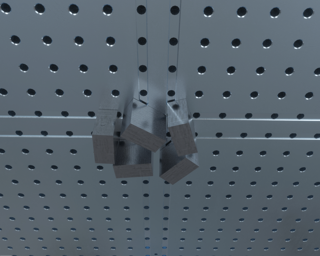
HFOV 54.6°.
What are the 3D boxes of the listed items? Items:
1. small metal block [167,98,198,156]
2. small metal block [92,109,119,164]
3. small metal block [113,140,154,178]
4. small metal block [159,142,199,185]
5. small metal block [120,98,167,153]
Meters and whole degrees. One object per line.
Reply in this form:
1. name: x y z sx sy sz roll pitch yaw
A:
1. small metal block: 0.028 -0.001 0.394 0.025 0.050 0.050 -13 128 10
2. small metal block: -0.070 0.011 0.404 0.025 0.050 0.050 3 131 -2
3. small metal block: -0.035 0.041 0.429 0.050 0.050 0.025 -4 130 3
4. small metal block: 0.026 0.042 0.430 0.025 0.050 0.050 35 122 -25
5. small metal block: -0.020 -0.004 0.392 0.050 0.050 0.025 27 126 -21
